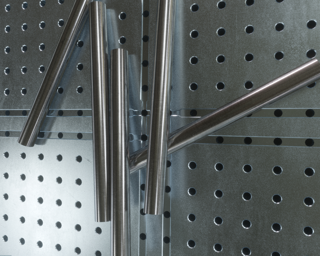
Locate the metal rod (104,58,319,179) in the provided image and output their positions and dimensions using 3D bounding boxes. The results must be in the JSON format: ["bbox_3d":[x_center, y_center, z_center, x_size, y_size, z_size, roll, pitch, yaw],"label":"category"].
[{"bbox_3d":[0.053,-0.001,0.393,0.300,0.025,0.025,-28,81,17],"label":"metal rod"}]

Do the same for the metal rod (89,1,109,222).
[{"bbox_3d":[-0.081,-0.027,0.422,0.025,0.025,0.298,-6,82,19],"label":"metal rod"}]

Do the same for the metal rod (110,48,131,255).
[{"bbox_3d":[-0.052,0.041,0.403,0.025,0.025,0.298,-6,78,19],"label":"metal rod"}]

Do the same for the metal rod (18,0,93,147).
[{"bbox_3d":[-0.146,-0.109,0.462,0.025,0.025,0.298,28,99,17],"label":"metal rod"}]

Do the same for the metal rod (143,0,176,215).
[{"bbox_3d":[0.001,-0.045,0.392,0.025,0.025,0.298,1,83,19],"label":"metal rod"}]
